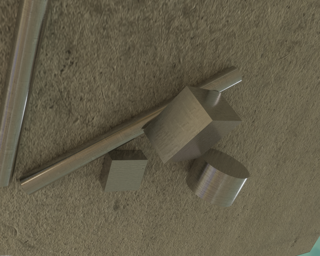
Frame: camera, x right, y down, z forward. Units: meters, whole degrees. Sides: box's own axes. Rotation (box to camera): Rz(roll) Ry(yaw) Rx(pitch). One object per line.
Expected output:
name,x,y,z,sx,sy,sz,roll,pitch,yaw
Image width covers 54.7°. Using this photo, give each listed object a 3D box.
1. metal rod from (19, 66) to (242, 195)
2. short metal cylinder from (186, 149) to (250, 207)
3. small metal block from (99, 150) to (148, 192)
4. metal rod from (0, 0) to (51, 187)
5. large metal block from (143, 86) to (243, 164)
metal rod,-0.027,-0.003,0.391,0.302,0.025,0.025,-28,128,-11
short metal cylinder,0.086,0.072,0.465,0.081,0.080,0.050,11,113,-33
small metal block,-0.050,0.057,0.416,0.050,0.025,0.050,3,117,-30
metal rod,-0.127,-0.072,0.293,0.025,0.025,0.298,8,115,-32
large metal block,0.041,-0.003,0.381,0.080,0.050,0.081,-45,155,28
